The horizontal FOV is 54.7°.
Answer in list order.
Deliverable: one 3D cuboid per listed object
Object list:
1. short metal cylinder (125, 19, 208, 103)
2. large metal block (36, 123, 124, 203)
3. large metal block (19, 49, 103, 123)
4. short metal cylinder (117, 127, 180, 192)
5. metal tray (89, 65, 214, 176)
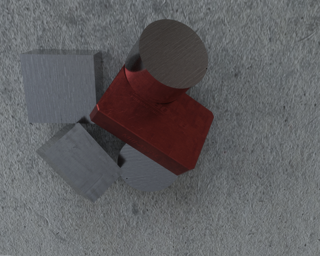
[{"bbox_3d":[0.006,-0.073,0.350,0.081,0.050,0.080,6,74,-22],"label":"short metal cylinder"},{"bbox_3d":[-0.103,0.042,0.389,0.050,0.080,0.080,-46,108,-22],"label":"large metal block"},{"bbox_3d":[-0.114,-0.052,0.375,0.081,0.050,0.079,1,110,-1],"label":"large metal block"},{"bbox_3d":[-0.013,0.037,0.412,0.081,0.050,0.079,0,110,0],"label":"short metal cylinder"},{"bbox_3d":[-0.005,-0.014,0.372,0.130,0.090,0.030,34,146,-12],"label":"metal tray"}]
